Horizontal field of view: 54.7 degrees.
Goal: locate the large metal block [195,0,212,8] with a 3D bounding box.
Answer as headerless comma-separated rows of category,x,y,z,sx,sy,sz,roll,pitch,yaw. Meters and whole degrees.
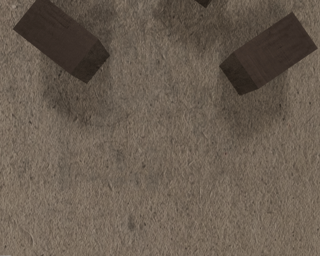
large metal block,0.045,-0.207,0.383,0.080,0.080,0.050,36,90,-1

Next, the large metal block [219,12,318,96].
large metal block,0.128,-0.087,0.384,0.080,0.080,0.050,-34,90,0

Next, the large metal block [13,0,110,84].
large metal block,-0.115,-0.104,0.381,0.080,0.080,0.050,38,90,-1
